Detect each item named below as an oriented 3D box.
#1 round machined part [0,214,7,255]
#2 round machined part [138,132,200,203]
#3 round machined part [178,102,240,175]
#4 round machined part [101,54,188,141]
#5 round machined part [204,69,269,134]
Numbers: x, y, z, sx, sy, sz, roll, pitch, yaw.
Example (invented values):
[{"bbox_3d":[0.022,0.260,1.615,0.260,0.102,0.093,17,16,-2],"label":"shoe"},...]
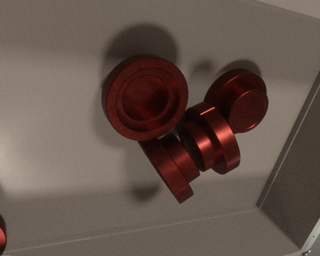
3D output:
[{"bbox_3d":[-0.228,0.121,0.348,0.099,0.042,0.097,-14,125,-21],"label":"round machined part"},{"bbox_3d":[0.015,0.045,0.399,0.042,0.098,0.098,-34,129,-6],"label":"round machined part"},{"bbox_3d":[0.058,0.018,0.406,0.042,0.098,0.098,-27,128,-12],"label":"round machined part"},{"bbox_3d":[-0.020,-0.037,0.361,0.099,0.042,0.097,-11,118,-21],"label":"round machined part"},{"bbox_3d":[0.114,-0.031,0.443,0.099,0.042,0.097,-14,125,-21],"label":"round machined part"}]
